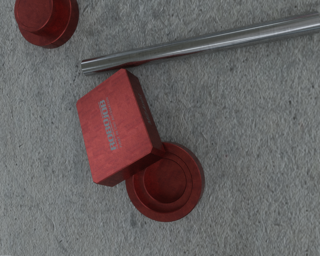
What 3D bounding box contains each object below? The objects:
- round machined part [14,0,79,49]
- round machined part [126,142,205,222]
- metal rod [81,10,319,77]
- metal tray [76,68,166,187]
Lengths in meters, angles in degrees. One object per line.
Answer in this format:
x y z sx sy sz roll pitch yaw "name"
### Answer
-0.174 -0.171 0.460 0.098 0.042 0.097 0 90 19 "round machined part"
0.009 0.066 0.396 0.098 0.042 0.097 0 90 19 "round machined part"
0.035 -0.102 0.395 0.301 0.025 0.025 -7 88 19 "metal rod"
-0.055 -0.002 0.399 0.090 0.030 0.130 -32 59 19 "metal tray"
